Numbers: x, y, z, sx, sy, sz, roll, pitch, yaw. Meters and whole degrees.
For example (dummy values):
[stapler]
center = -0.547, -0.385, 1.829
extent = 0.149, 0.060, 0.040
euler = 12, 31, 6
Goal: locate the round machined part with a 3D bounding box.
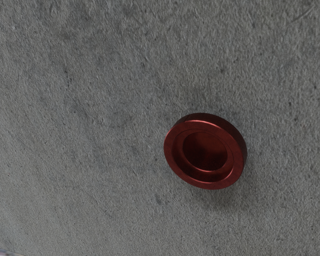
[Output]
[round machined part]
center = 0.058, 0.024, 0.380
extent = 0.098, 0.042, 0.097
euler = 13, 124, 21
